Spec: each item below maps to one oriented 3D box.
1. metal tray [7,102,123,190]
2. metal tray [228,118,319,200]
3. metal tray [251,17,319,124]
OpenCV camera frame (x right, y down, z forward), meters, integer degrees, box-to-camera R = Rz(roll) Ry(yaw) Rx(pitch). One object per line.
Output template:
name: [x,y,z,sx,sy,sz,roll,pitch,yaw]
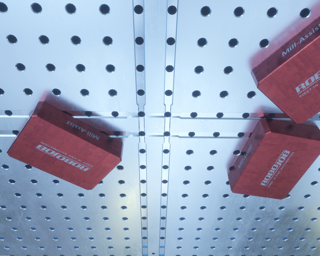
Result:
metal tray: [-0.129,0.030,0.432,0.131,0.030,0.090,31,123,-24]
metal tray: [0.166,0.050,0.453,0.091,0.030,0.129,10,130,-9]
metal tray: [0.184,-0.071,0.351,0.090,0.030,0.130,35,122,-26]
